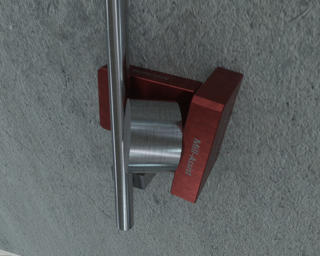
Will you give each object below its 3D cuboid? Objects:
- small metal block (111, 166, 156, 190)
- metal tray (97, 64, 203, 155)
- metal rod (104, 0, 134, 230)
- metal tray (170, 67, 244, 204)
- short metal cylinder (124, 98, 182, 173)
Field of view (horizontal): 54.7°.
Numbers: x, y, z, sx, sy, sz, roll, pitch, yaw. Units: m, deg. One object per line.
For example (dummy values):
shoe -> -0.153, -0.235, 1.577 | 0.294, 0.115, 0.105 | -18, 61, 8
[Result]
small metal block -> -0.034, 0.057, 0.444 | 0.050, 0.050, 0.025 | 12, 123, 21
metal tray -> -0.015, -0.027, 0.394 | 0.130, 0.030, 0.089 | 17, 125, 18
metal rod -> -0.048, -0.002, 0.380 | 0.025, 0.025, 0.298 | 10, 114, 22
metal tray -> 0.051, 0.008, 0.343 | 0.030, 0.090, 0.129 | 21, 126, 16
short metal cylinder -> -0.011, 0.009, 0.335 | 0.050, 0.080, 0.079 | 2, 126, -12
